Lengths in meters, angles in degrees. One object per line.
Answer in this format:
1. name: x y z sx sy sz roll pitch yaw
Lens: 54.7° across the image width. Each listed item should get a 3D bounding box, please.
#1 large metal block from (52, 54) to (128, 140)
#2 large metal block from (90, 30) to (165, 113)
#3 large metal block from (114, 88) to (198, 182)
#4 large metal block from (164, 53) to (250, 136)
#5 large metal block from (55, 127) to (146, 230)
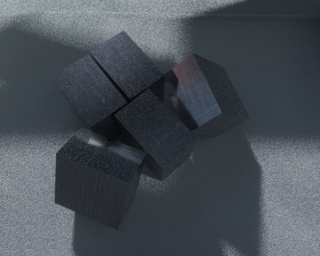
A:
1. large metal block: -0.081 -0.031 0.390 0.050 0.080 0.080 -36 74 -12
2. large metal block: -0.039 -0.062 0.401 0.050 0.080 0.080 -37 75 -12
3. large metal block: -0.005 0.012 0.374 0.050 0.080 0.080 -40 75 -13
4. large metal block: 0.058 -0.038 0.387 0.050 0.080 0.080 -33 68 31
5. large metal block: -0.068 0.057 0.350 0.080 0.079 0.050 21 37 7
